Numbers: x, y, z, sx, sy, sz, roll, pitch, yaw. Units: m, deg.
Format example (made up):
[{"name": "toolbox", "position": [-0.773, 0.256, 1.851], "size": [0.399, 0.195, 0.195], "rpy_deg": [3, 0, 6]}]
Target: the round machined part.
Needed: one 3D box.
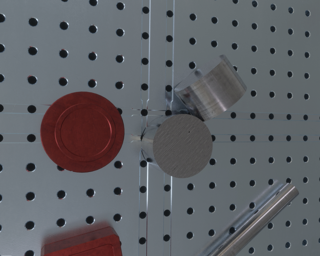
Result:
[{"name": "round machined part", "position": [-0.090, 0.005, 0.370], "size": [0.099, 0.042, 0.097], "rpy_deg": [0, 90, -20]}]

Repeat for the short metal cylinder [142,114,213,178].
[{"name": "short metal cylinder", "position": [0.021, 0.022, 0.406], "size": [0.081, 0.050, 0.080], "rpy_deg": [0, 91, -19]}]

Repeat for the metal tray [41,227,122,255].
[{"name": "metal tray", "position": [-0.087, 0.199, 0.378], "size": [0.091, 0.030, 0.129], "rpy_deg": [-11, 94, -20]}]

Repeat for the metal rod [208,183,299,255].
[{"name": "metal rod", "position": [0.092, 0.181, 0.446], "size": [0.301, 0.025, 0.025], "rpy_deg": [-36, 102, -17]}]

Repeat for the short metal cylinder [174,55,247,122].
[{"name": "short metal cylinder", "position": [0.065, -0.052, 0.407], "size": [0.080, 0.080, 0.050], "rpy_deg": [-41, 103, -15]}]
